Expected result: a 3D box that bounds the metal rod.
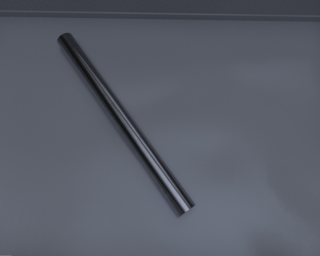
[{"bbox_3d":[-0.053,-0.015,0.414,0.025,0.025,0.299,-33,74,-12],"label":"metal rod"}]
